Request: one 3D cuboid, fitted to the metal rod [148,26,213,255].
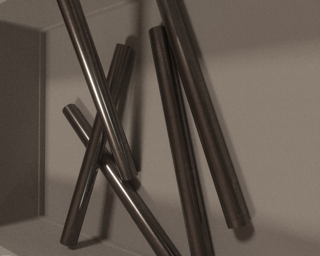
[{"bbox_3d":[0.024,0.017,0.385,0.025,0.025,0.298,-17,79,38],"label":"metal rod"}]

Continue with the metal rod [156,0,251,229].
[{"bbox_3d":[0.045,-0.035,0.367,0.025,0.025,0.299,-26,74,37],"label":"metal rod"}]

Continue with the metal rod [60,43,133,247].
[{"bbox_3d":[-0.093,0.025,0.451,0.025,0.025,0.298,18,92,38],"label":"metal rod"}]

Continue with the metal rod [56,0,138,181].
[{"bbox_3d":[-0.082,-0.066,0.391,0.025,0.025,0.298,2,117,40],"label":"metal rod"}]

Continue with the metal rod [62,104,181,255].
[{"bbox_3d":[-0.070,0.069,0.461,0.300,0.025,0.025,50,119,28],"label":"metal rod"}]
